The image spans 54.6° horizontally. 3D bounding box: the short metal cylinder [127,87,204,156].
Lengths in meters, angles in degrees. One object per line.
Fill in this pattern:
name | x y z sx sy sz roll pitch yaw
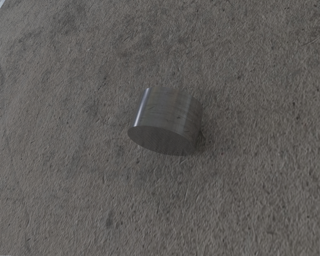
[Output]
short metal cylinder | 0.007 -0.006 0.369 0.080 0.080 0.050 2 63 29
